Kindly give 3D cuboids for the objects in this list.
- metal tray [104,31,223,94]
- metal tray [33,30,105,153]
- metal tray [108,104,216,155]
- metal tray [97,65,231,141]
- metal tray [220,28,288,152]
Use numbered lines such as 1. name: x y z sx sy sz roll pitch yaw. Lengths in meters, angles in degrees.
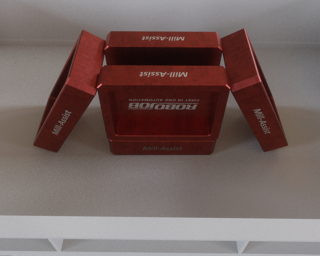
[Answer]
1. metal tray: 0.004 -0.072 0.381 0.131 0.089 0.030 0 50 0
2. metal tray: -0.109 -0.040 0.370 0.030 0.129 0.090 22 46 -24
3. metal tray: 0.003 -0.009 0.408 0.131 0.030 0.090 0 50 -1
4. metal tray: 0.004 -0.025 0.342 0.131 0.089 0.030 0 50 -1
5. metal tray: 0.114 -0.042 0.372 0.030 0.130 0.090 -20 47 23
